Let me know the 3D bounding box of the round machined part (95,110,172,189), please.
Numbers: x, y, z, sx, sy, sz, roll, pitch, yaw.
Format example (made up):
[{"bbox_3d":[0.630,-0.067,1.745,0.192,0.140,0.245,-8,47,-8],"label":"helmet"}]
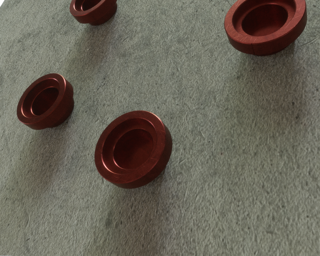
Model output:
[{"bbox_3d":[-0.029,0.030,0.390,0.098,0.042,0.098,-13,56,21],"label":"round machined part"}]

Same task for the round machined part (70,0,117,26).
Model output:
[{"bbox_3d":[-0.123,-0.240,0.605,0.098,0.042,0.098,-13,56,21],"label":"round machined part"}]

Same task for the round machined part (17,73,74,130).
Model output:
[{"bbox_3d":[-0.183,-0.039,0.514,0.098,0.042,0.098,-13,56,21],"label":"round machined part"}]

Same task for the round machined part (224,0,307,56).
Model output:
[{"bbox_3d":[0.137,-0.133,0.402,0.098,0.042,0.098,-13,56,21],"label":"round machined part"}]
